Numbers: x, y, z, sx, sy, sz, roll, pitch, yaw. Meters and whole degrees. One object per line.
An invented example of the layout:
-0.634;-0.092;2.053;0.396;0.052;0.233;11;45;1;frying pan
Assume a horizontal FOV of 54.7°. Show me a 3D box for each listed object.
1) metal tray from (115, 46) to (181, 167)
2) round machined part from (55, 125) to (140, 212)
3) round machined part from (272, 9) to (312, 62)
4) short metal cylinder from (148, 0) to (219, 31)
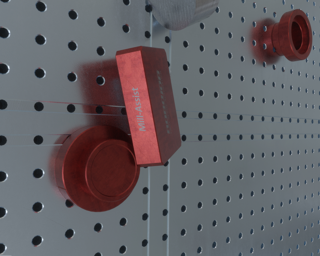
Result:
-0.009;-0.028;0.370;0.090;0.030;0.129;-34;115;-69;metal tray
-0.062;0.045;0.347;0.099;0.042;0.097;0;90;-40;round machined part
0.260;-0.181;0.616;0.099;0.042;0.097;0;90;-40;round machined part
0.029;-0.172;0.398;0.050;0.080;0.080;-35;112;-34;short metal cylinder
